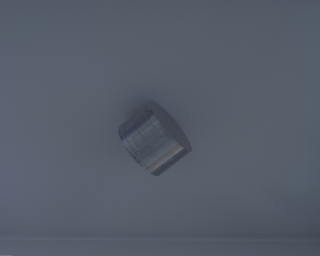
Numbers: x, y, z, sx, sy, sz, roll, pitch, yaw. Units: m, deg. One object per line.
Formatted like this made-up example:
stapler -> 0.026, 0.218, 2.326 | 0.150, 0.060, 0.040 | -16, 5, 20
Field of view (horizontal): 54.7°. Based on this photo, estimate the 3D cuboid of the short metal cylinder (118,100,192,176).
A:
short metal cylinder -> -0.005, 0.012, 0.384 | 0.050, 0.080, 0.080 | -40, 106, 13
